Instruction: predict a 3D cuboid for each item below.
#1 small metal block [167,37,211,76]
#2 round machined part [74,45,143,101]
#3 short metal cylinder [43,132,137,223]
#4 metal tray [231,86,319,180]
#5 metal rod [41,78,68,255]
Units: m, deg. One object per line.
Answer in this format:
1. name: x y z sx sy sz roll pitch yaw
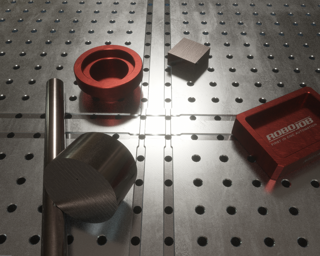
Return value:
1. small metal block: 0.047 -0.118 0.507 0.050 0.025 0.050 27 55 21
2. round machined part: -0.074 -0.078 0.461 0.099 0.042 0.098 0 50 0
3. short metal cylinder: -0.070 0.051 0.321 0.080 0.079 0.050 16 32 12
4. metal tray: 0.173 0.002 0.405 0.131 0.030 0.090 -21 53 -18
5. metal rod: -0.124 0.048 0.365 0.025 0.025 0.300 -9 51 -8
